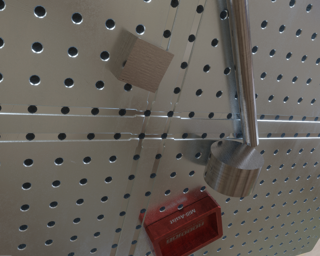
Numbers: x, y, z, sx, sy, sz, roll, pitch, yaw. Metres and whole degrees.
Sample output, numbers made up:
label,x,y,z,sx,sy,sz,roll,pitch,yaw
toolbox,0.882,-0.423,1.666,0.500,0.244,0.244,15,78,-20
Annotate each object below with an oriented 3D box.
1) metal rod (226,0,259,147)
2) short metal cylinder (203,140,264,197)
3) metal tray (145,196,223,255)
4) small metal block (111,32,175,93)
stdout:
label,x,y,z,sx,sy,sz,roll,pitch,yaw
metal rod,0.112,-0.089,0.416,0.025,0.025,0.299,-27,128,-12
short metal cylinder,0.111,0.060,0.474,0.081,0.080,0.050,-5,121,-26
metal tray,0.046,0.184,0.546,0.131,0.030,0.089,-23,127,-15
small metal block,-0.020,-0.074,0.354,0.050,0.025,0.050,16,110,-35
